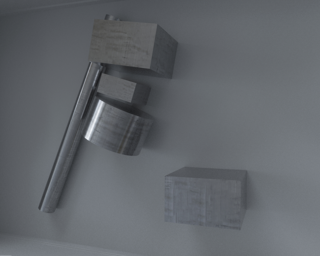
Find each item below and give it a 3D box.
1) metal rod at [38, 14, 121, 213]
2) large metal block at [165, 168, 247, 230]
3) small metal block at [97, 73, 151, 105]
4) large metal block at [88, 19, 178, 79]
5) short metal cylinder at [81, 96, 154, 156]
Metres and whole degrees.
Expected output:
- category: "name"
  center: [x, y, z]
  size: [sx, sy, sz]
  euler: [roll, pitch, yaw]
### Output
- category: "metal rod"
  center: [-0.117, -0.015, 0.450]
  size: [0.025, 0.025, 0.298]
  euler: [24, 98, 18]
- category: "large metal block"
  center: [0.057, 0.077, 0.361]
  size: [0.080, 0.080, 0.050]
  euler: [1, 90, 19]
- category: "small metal block"
  center: [-0.046, -0.051, 0.413]
  size: [0.050, 0.050, 0.025]
  euler: [19, 96, 18]
- category: "large metal block"
  center: [-0.031, -0.097, 0.391]
  size: [0.080, 0.080, 0.050]
  euler: [11, 94, 19]
- category: "short metal cylinder"
  center: [-0.054, -0.004, 0.399]
  size: [0.080, 0.080, 0.050]
  euler: [25, 98, 18]
